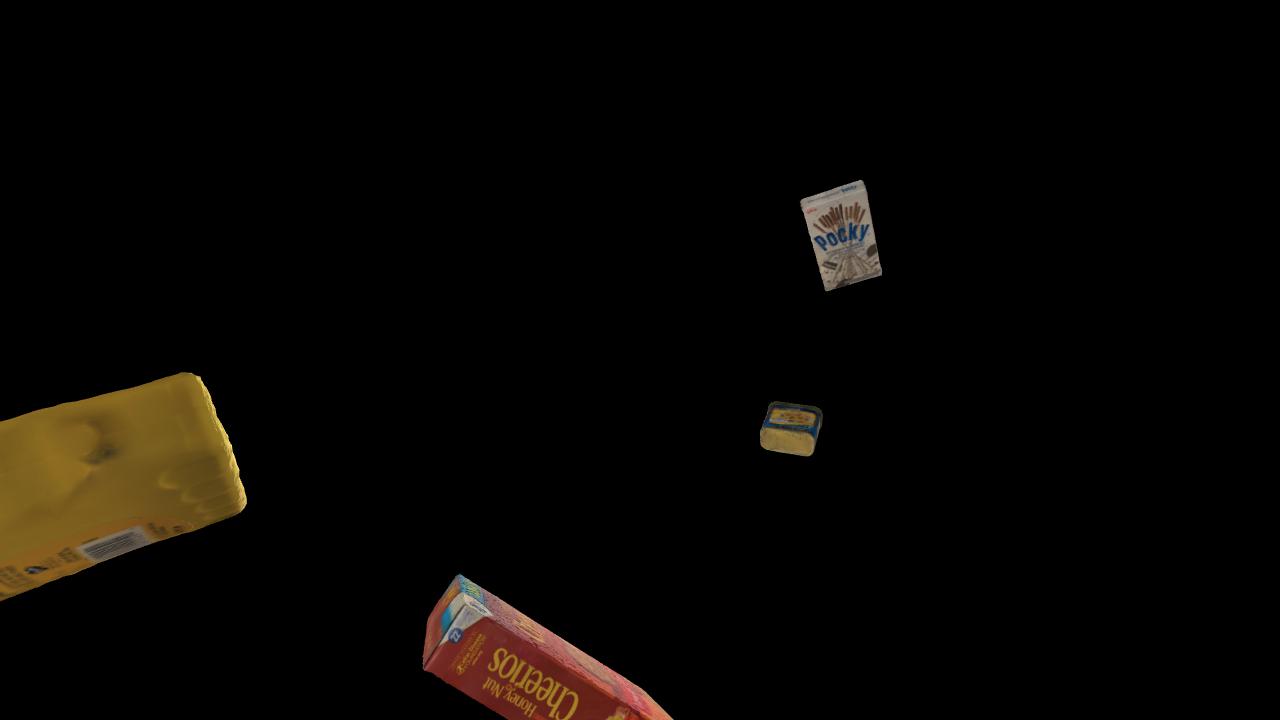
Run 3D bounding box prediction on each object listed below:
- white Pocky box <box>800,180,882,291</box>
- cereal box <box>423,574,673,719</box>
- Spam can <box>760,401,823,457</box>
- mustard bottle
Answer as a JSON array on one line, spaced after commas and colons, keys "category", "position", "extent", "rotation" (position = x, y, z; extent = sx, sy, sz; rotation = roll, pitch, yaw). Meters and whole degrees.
[{"category": "white Pocky box", "position": [0.280, -0.167, 0.847], "extent": [0.084, 0.028, 0.154], "rotation": [-15, -46, 18]}, {"category": "cereal box", "position": [-0.100, 0.367, 0.704], "extent": [0.306, 0.081, 0.203], "rotation": [37, -19, -7]}, {"category": "Spam can", "position": [0.276, 0.126, 1.124], "extent": [0.101, 0.058, 0.085], "rotation": [6, 31, 22]}, {"category": "mustard bottle", "position": [-0.233, 0.061, 0.191], "extent": [0.184, 0.054, 0.092], "rotation": [-22, -7, -36]}]
